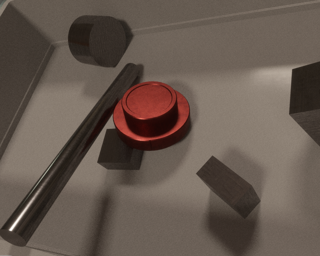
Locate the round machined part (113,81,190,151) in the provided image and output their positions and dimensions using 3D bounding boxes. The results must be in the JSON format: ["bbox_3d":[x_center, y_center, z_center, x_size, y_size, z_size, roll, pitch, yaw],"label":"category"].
[{"bbox_3d":[-0.011,-0.022,0.392,0.099,0.042,0.098,-3,48,4],"label":"round machined part"}]

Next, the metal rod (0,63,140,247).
[{"bbox_3d":[-0.084,0.001,0.373,0.025,0.025,0.301,-7,35,24],"label":"metal rod"}]

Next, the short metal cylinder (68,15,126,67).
[{"bbox_3d":[-0.102,-0.143,0.510,0.050,0.080,0.080,16,70,34],"label":"short metal cylinder"}]

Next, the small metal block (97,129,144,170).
[{"bbox_3d":[-0.050,0.028,0.413,0.050,0.025,0.050,-3,60,26],"label":"small metal block"}]

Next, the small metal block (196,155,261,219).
[{"bbox_3d":[0.070,0.061,0.315,0.025,0.050,0.050,-47,52,-5],"label":"small metal block"}]

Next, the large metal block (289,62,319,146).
[{"bbox_3d":[0.175,-0.022,0.278,0.080,0.080,0.050,-12,55,45],"label":"large metal block"}]
